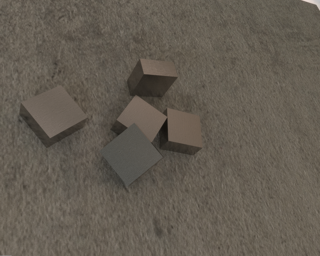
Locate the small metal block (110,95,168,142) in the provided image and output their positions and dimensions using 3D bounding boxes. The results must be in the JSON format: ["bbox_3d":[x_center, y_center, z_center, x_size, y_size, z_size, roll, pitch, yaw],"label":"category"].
[{"bbox_3d":[-0.026,-0.006,0.395,0.050,0.025,0.050,35,51,-5],"label":"small metal block"}]

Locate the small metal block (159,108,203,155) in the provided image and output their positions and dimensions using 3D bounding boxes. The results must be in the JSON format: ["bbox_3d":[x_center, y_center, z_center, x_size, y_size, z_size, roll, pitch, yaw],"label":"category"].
[{"bbox_3d":[0.027,0.005,0.417,0.050,0.025,0.050,13,56,-22],"label":"small metal block"}]

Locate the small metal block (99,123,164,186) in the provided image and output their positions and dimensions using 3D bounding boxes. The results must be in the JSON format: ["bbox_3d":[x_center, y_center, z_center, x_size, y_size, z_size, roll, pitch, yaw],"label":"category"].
[{"bbox_3d":[-0.031,0.030,0.354,0.050,0.025,0.050,-40,83,-1],"label":"small metal block"}]

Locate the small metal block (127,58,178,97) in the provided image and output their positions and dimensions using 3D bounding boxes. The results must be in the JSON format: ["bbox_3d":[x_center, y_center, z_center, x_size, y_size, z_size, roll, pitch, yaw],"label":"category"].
[{"bbox_3d":[-0.011,-0.067,0.424,0.050,0.050,0.025,0,62,-29],"label":"small metal block"}]

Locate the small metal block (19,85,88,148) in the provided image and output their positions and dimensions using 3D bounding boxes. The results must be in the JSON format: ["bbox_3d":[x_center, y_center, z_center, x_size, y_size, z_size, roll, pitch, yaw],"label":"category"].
[{"bbox_3d":[-0.119,-0.014,0.349,0.050,0.025,0.050,49,51,6],"label":"small metal block"}]
